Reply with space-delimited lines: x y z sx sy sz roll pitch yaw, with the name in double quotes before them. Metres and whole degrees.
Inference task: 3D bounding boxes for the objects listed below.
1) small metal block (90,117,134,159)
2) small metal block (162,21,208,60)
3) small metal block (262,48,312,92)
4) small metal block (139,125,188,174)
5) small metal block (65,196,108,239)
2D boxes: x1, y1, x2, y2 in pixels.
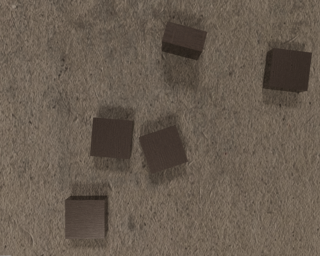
"small metal block" -0.063 0.013 0.409 0.050 0.025 0.050 5 90 -1
"small metal block" 0.030 -0.110 0.398 0.050 0.050 0.025 14 90 -1
"small metal block" 0.169 -0.076 0.412 0.050 0.025 0.050 7 90 -1
"small metal block" 0.004 0.028 0.410 0.050 0.025 0.050 -19 90 -1
"small metal block" -0.096 0.117 0.409 0.050 0.025 0.050 0 90 -1
